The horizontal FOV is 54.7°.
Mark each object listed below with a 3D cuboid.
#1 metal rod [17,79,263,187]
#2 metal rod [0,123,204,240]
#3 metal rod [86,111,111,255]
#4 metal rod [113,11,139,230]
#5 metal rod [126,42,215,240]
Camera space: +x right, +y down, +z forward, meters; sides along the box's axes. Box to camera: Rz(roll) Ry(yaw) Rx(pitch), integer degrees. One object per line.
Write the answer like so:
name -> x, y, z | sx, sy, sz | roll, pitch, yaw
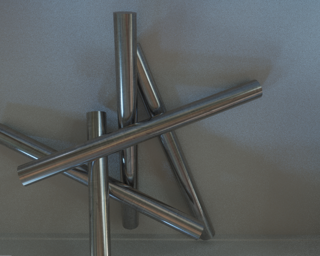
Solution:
metal rod -> -0.016, 0.002, 0.373 | 0.302, 0.025, 0.025 | -21, 110, -9
metal rod -> -0.083, 0.070, 0.408 | 0.301, 0.025, 0.025 | 26, 108, 1
metal rod -> -0.072, 0.128, 0.373 | 0.025, 0.025, 0.298 | -4, 81, 1
metal rod -> -0.041, 0.010, 0.398 | 0.025, 0.025, 0.298 | 1, 116, -1
metal rod -> 0.018, 0.032, 0.423 | 0.025, 0.025, 0.299 | -20, 109, 7
